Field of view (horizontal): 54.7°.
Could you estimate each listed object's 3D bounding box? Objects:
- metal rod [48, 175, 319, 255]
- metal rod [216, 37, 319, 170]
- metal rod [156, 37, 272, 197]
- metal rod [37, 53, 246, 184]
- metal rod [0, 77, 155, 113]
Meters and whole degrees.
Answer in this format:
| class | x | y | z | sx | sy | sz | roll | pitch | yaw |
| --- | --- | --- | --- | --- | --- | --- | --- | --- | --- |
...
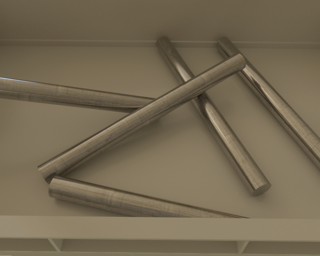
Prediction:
| class | x | y | z | sx | sy | sz | roll | pitch | yaw |
| --- | --- | --- | --- | --- | --- | --- | --- | --- | --- |
| metal rod | 0.028 | 0.093 | 0.326 | 0.301 | 0.025 | 0.025 | 11 | 51 | 8 |
| metal rod | 0.161 | -0.036 | 0.436 | 0.025 | 0.025 | 0.300 | -17 | 52 | -14 |
| metal rod | 0.059 | -0.037 | 0.436 | 0.025 | 0.025 | 0.300 | -17 | 52 | -14 |
| metal rod | -0.011 | -0.020 | 0.399 | 0.302 | 0.025 | 0.025 | -31 | 57 | -16 |
| metal rod | -0.140 | -0.042 | 0.375 | 0.302 | 0.025 | 0.025 | 6 | 47 | -22 |
